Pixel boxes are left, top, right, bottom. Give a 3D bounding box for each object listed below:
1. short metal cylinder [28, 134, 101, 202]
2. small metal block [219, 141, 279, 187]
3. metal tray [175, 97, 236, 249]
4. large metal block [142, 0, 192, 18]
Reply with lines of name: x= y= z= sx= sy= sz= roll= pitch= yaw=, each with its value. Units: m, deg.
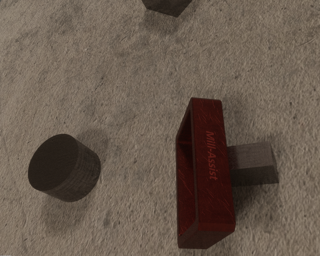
short metal cylinder: x=-0.129 y=0.055 z=0.420 sx=0.080 sy=0.050 sz=0.080 roll=-13 pitch=56 yaw=20
small metal block: x=0.091 y=0.039 z=0.316 sx=0.050 sy=0.050 sz=0.025 roll=-10 pitch=58 yaw=22
metal tray: x=0.039 y=0.046 z=0.311 sx=0.030 sy=0.090 sz=0.130 roll=5 pitch=59 yaw=-7
large metal block: x=0.017 y=-0.243 z=0.527 sx=0.080 sy=0.050 sz=0.080 roll=32 pitch=79 yaw=37
